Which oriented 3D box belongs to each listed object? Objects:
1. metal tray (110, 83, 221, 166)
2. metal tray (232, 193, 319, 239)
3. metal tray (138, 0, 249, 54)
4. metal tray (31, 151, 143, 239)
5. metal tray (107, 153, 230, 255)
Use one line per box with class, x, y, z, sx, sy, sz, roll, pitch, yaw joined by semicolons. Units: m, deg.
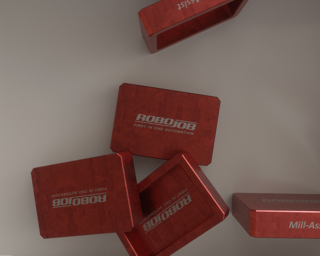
metal tray;0.007;-0.005;0.409;0.131;0.030;0.089;9;90;-1
metal tray;0.164;0.105;0.381;0.131;0.090;0.030;1;90;-1
metal tray;0.041;-0.140;0.379;0.131;0.090;0.030;-24;90;0
metal tray;-0.092;0.084;0.384;0.130;0.030;0.089;-11;86;19
metal tray;0.006;0.102;0.379;0.130;0.030;0.090;-39;74;16
